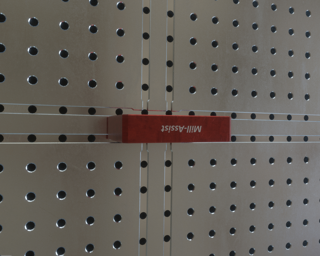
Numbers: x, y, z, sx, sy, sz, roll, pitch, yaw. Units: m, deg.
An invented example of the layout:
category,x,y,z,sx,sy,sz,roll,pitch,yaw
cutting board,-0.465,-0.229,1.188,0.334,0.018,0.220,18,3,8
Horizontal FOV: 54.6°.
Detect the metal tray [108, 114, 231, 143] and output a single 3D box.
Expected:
category,x,y,z,sx,sy,sz,roll,pitch,yaw
metal tray,0.009,0.001,0.381,0.131,0.090,0.030,0,90,-20
